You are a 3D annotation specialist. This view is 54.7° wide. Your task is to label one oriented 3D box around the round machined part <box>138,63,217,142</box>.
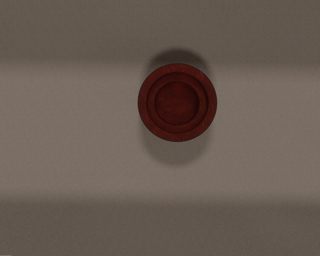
[{"bbox_3d":[0.022,-0.032,0.403,0.099,0.042,0.097,0,90,-1],"label":"round machined part"}]
